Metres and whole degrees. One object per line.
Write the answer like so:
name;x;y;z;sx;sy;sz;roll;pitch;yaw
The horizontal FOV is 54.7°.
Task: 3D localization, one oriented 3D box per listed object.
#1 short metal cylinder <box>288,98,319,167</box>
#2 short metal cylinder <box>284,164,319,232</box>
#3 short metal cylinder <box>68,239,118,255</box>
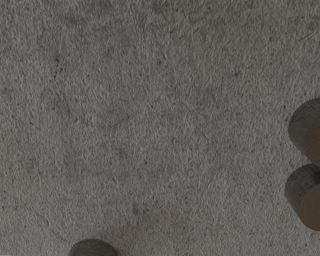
short metal cylinder;0.216;0.006;0.400;0.081;0.050;0.079;0;110;0
short metal cylinder;0.224;0.096;0.434;0.081;0.050;0.079;0;110;0
short metal cylinder;-0.107;0.220;0.476;0.081;0.050;0.079;0;110;0
